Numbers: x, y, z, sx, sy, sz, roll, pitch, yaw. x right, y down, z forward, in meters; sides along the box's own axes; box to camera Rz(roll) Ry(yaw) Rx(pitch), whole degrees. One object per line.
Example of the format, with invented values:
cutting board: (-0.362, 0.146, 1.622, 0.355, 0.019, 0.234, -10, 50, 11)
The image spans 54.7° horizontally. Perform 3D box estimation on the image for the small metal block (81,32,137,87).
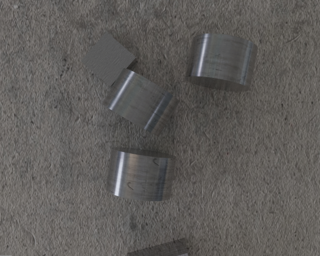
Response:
small metal block: (-0.066, -0.088, 0.409, 0.050, 0.025, 0.050, 41, 90, 0)

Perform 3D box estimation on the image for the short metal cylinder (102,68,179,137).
short metal cylinder: (-0.023, -0.031, 0.382, 0.080, 0.080, 0.050, 30, 90, 0)

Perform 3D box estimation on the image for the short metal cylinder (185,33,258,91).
short metal cylinder: (0.075, -0.078, 0.383, 0.080, 0.080, 0.050, 11, 90, 0)

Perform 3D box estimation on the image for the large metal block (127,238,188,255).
large metal block: (0.005, 0.199, 0.398, 0.080, 0.050, 0.080, -15, 90, 0)

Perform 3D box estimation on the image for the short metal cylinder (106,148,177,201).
short metal cylinder: (-0.023, 0.055, 0.382, 0.080, 0.080, 0.050, 8, 90, 0)
